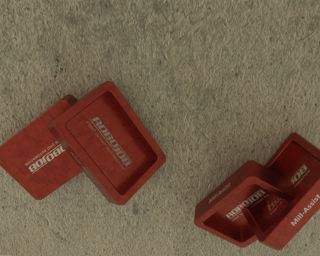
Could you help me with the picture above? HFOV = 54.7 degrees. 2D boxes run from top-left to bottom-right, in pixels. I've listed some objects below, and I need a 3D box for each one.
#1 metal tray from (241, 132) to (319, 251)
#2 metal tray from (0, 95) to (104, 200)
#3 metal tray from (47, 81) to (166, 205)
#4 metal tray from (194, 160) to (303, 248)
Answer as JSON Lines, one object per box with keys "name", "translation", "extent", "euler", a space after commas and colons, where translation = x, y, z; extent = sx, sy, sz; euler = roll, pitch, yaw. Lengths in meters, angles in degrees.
{"name": "metal tray", "translation": [0.164, 0.079, 0.401], "extent": [0.030, 0.090, 0.129], "euler": [30, 105, -18]}
{"name": "metal tray", "translation": [-0.143, 0.028, 0.416], "extent": [0.130, 0.030, 0.090], "euler": [-35, 107, 11]}
{"name": "metal tray", "translation": [-0.061, 0.019, 0.385], "extent": [0.090, 0.030, 0.130], "euler": [-44, 109, -29]}
{"name": "metal tray", "translation": [0.119, 0.109, 0.424], "extent": [0.090, 0.030, 0.129], "euler": [29, 128, -11]}
